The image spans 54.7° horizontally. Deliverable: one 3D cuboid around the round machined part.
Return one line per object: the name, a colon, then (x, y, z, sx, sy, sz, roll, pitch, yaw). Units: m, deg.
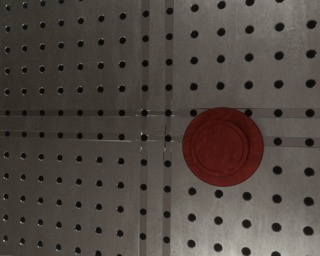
round machined part: (0.074, 0.023, 0.377, 0.098, 0.042, 0.097, 0, 90, 19)
